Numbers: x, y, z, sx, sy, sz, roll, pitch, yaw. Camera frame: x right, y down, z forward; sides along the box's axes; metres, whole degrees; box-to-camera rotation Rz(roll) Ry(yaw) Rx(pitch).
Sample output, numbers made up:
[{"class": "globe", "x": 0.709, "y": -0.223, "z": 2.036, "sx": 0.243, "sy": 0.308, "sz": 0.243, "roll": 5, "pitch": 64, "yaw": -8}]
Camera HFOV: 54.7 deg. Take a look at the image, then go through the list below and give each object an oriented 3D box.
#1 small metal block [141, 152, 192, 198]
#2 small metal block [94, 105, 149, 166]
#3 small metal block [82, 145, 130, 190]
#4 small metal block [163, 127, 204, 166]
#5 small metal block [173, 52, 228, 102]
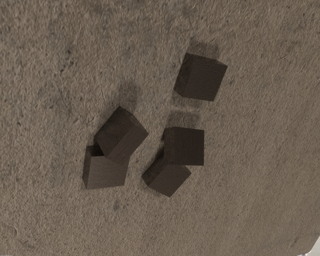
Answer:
[{"class": "small metal block", "x": 0.010, "y": 0.069, "z": 0.457, "sx": 0.050, "sy": 0.025, "sz": 0.050, "roll": -49, "pitch": 129, "yaw": 6}, {"class": "small metal block", "x": -0.047, "y": 0.008, "z": 0.371, "sx": 0.050, "sy": 0.050, "sz": 0.025, "roll": -50, "pitch": 129, "yaw": 7}, {"class": "small metal block", "x": -0.070, "y": 0.050, "z": 0.401, "sx": 0.050, "sy": 0.025, "sz": 0.050, "roll": -1, "pitch": 119, "yaw": -29}, {"class": "small metal block", "x": 0.034, "y": 0.026, "z": 0.428, "sx": 0.050, "sy": 0.025, "sz": 0.050, "roll": 7, "pitch": 81, "yaw": -32}, {"class": "small metal block", "x": 0.052, "y": -0.064, "z": 0.397, "sx": 0.050, "sy": 0.025, "sz": 0.050, "roll": 5, "pitch": 116, "yaw": -31}]
